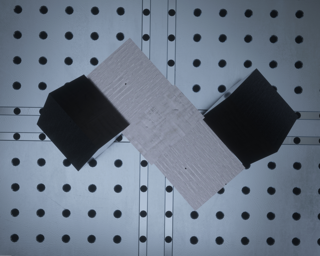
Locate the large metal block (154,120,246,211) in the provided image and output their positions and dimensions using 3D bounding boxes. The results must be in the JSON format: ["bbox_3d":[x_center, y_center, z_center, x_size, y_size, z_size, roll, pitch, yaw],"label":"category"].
[{"bbox_3d":[0.047,0.045,0.401,0.080,0.050,0.080,-41,89,0],"label":"large metal block"}]

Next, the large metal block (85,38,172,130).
[{"bbox_3d":[-0.039,-0.054,0.400,0.080,0.050,0.080,-42,91,1],"label":"large metal block"}]

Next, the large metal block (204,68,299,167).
[{"bbox_3d":[0.112,-0.014,0.380,0.080,0.050,0.080,49,50,-1],"label":"large metal block"}]

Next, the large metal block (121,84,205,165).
[{"bbox_3d":[0.003,-0.004,0.385,0.080,0.080,0.050,-42,91,0],"label":"large metal block"}]

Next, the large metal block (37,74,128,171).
[{"bbox_3d":[-0.096,-0.004,0.378,0.080,0.080,0.050,49,51,0],"label":"large metal block"}]
